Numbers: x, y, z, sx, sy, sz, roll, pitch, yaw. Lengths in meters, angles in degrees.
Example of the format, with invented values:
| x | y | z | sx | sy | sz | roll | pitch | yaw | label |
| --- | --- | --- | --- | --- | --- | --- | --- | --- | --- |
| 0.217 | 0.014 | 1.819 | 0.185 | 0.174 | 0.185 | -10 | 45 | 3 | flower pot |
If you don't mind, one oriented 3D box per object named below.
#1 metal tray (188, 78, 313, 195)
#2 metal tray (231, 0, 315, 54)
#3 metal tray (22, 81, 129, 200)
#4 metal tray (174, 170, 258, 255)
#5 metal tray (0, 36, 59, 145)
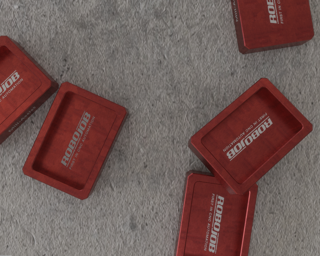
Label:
| x | y | z | sx | sy | sz | roll | pitch | yaw | label |
| --- | --- | --- | --- | --- | --- | --- | --- | --- | --- |
| 0.112 | 0.010 | 0.390 | 0.130 | 0.030 | 0.090 | -39 | 82 | -10 | metal tray |
| 0.143 | -0.170 | 0.408 | 0.091 | 0.030 | 0.129 | -9 | 90 | 0 | metal tray |
| -0.108 | 0.016 | 0.406 | 0.090 | 0.030 | 0.129 | 24 | 90 | 0 | metal tray |
| 0.072 | 0.127 | 0.407 | 0.091 | 0.030 | 0.129 | 8 | 90 | 0 | metal tray |
| -0.213 | -0.043 | 0.405 | 0.130 | 0.030 | 0.090 | -44 | 90 | 0 | metal tray |
